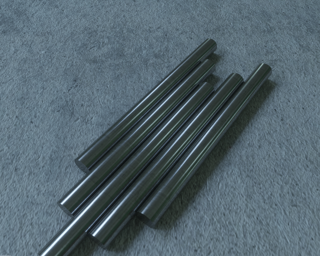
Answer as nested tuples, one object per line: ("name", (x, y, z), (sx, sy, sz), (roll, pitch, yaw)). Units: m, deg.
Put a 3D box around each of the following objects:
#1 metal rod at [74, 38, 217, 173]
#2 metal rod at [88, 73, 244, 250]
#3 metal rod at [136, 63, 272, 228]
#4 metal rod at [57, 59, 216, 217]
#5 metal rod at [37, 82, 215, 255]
("metal rod", (-0.003, -0.047, 0.444), (0.025, 0.025, 0.301), (29, 56, 22))
("metal rod", (0.026, 0.021, 0.387), (0.025, 0.025, 0.301), (29, 56, 22))
("metal rod", (0.073, 0.003, 0.402), (0.025, 0.025, 0.301), (29, 56, 22))
("metal rod", (-0.012, -0.005, 0.409), (0.025, 0.025, 0.301), (29, 56, 22))
("metal rod", (-0.019, 0.036, 0.374), (0.025, 0.025, 0.301), (29, 56, 22))
